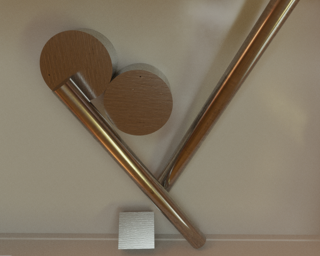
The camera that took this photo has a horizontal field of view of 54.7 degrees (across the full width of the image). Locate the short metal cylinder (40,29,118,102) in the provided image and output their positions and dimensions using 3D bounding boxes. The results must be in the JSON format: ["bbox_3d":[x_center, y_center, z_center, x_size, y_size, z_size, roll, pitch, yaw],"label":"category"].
[{"bbox_3d":[-0.093,-0.076,0.369,0.081,0.050,0.079,0,110,0],"label":"short metal cylinder"}]

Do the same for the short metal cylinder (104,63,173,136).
[{"bbox_3d":[-0.025,-0.037,0.384,0.081,0.050,0.079,0,110,-1],"label":"short metal cylinder"}]

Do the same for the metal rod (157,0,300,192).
[{"bbox_3d":[0.066,-0.025,0.376,0.025,0.025,0.298,25,118,-9],"label":"metal rod"}]

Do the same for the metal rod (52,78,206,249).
[{"bbox_3d":[-0.025,0.061,0.398,0.025,0.025,0.300,-32,116,11],"label":"metal rod"}]

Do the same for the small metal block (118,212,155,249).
[{"bbox_3d":[-0.033,0.150,0.452,0.050,0.025,0.050,-1,69,0],"label":"small metal block"}]
